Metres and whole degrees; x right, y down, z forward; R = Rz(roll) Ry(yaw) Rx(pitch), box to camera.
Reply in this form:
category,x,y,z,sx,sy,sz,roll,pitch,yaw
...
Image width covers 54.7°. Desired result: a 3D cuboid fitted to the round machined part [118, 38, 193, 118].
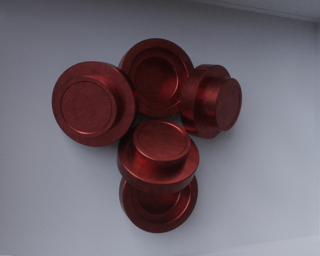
category,x,y,z,sx,sy,sz,roll,pitch,yaw
round machined part,-0.008,-0.060,0.396,0.099,0.042,0.097,0,90,-20

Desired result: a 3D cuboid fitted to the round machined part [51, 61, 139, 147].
category,x,y,z,sx,sy,sz,roll,pitch,yaw
round machined part,-0.076,-0.025,0.348,0.098,0.042,0.097,1,102,7

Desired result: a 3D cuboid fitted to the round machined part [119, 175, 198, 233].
category,x,y,z,sx,sy,sz,roll,pitch,yaw
round machined part,-0.004,0.080,0.398,0.099,0.042,0.097,0,90,-20

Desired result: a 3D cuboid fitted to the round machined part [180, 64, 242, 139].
category,x,y,z,sx,sy,sz,roll,pitch,yaw
round machined part,0.072,-0.033,0.402,0.099,0.042,0.097,-18,114,-47

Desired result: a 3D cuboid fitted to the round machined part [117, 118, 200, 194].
category,x,y,z,sx,sy,sz,roll,pitch,yaw
round machined part,-0.001,0.026,0.369,0.099,0.098,0.042,-7,137,-20
